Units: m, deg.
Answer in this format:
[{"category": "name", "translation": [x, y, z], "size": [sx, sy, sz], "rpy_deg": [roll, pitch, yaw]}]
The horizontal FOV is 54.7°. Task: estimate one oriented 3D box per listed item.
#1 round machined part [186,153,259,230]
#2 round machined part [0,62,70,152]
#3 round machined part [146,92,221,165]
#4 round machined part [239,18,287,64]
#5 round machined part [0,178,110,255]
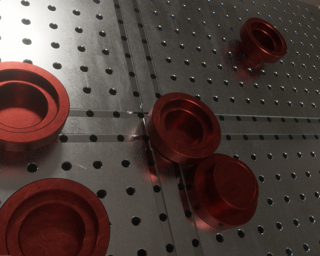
[{"category": "round machined part", "translation": [0.087, 0.077, 0.399], "size": [0.099, 0.042, 0.098], "rpy_deg": [14, 56, -21]}, {"category": "round machined part", "translation": [-0.150, -0.019, 0.329], "size": [0.099, 0.042, 0.098], "rpy_deg": [14, 56, -21]}, {"category": "round machined part", "translation": [0.028, 0.004, 0.410], "size": [0.099, 0.042, 0.098], "rpy_deg": [13, 55, -19]}, {"category": "round machined part", "translation": [0.196, -0.165, 0.606], "size": [0.099, 0.042, 0.098], "rpy_deg": [14, 56, -21]}, {"category": "round machined part", "translation": [-0.099, 0.099, 0.284], "size": [0.099, 0.042, 0.098], "rpy_deg": [14, 56, -21]}]
